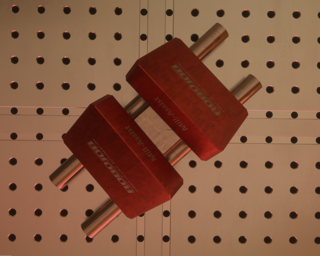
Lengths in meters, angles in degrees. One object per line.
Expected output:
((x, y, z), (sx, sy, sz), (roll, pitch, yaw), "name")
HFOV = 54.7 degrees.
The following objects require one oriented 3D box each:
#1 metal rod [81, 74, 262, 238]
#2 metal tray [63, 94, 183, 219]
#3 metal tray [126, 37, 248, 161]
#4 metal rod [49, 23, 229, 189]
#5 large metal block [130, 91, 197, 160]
((0.016, 0.037, 0.414), (0.300, 0.025, 0.025), (-42, 91, -1), "metal rod")
((-0.046, 0.037, 0.359), (0.130, 0.030, 0.090), (50, 133, -1), "metal tray")
((0.035, -0.037, 0.359), (0.130, 0.030, 0.090), (47, 46, 0), "metal tray")
((-0.027, -0.030, 0.413), (0.300, 0.025, 0.025), (-43, 91, -1), "metal rod")
((0.001, -0.002, 0.385), (0.080, 0.080, 0.050), (-42, 91, 0), "large metal block")
